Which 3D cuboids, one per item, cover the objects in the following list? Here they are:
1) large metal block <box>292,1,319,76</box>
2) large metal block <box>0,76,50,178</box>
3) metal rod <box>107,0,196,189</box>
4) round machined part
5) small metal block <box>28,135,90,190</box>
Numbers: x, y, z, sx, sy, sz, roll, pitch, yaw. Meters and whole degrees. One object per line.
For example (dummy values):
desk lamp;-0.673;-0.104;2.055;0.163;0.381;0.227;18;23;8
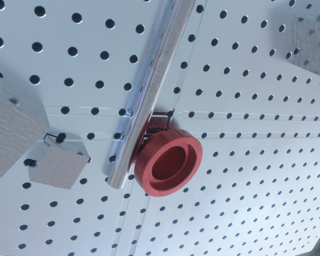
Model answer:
large metal block;0.240;-0.134;0.443;0.080;0.050;0.080;-29;128;-10
large metal block;-0.169;-0.005;0.299;0.080;0.050;0.080;-45;129;3
metal rod;-0.008;-0.054;0.373;0.025;0.025;0.298;8;114;-32
round machined part;0.007;0.043;0.424;0.099;0.042;0.097;-21;130;-26
small metal block;-0.121;0.042;0.371;0.050;0.025;0.050;24;105;-37
